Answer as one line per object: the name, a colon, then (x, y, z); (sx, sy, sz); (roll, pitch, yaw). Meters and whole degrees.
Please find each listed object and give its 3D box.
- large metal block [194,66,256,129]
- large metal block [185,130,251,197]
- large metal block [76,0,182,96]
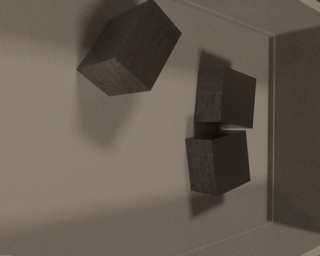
large metal block: (0.101, -0.043, 0.478); (0.081, 0.050, 0.080); (9, 84, -40)
large metal block: (0.089, 0.049, 0.467); (0.081, 0.050, 0.079); (-12, 98, -40)
large metal block: (-0.035, -0.085, 0.343); (0.050, 0.080, 0.080); (41, 65, -33)
